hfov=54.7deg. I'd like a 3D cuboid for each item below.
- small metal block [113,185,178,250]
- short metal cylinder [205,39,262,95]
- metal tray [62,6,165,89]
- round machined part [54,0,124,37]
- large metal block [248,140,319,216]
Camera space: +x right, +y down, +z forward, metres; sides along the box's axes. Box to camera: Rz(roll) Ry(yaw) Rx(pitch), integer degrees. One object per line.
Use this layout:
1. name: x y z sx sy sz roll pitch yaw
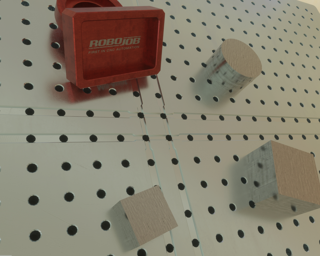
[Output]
1. small metal block: -0.016 0.097 0.341 0.050 0.025 0.050 -16 70 -35
2. short metal cylinder: 0.124 -0.103 0.524 0.081 0.050 0.080 14 56 -21
3. metal tray: -0.056 -0.108 0.402 0.131 0.089 0.030 -18 36 -35
4. round machined part: -0.098 -0.150 0.437 0.099 0.042 0.098 13 56 -21
5. large metal block: 0.179 0.073 0.447 0.081 0.050 0.080 18 55 -19
